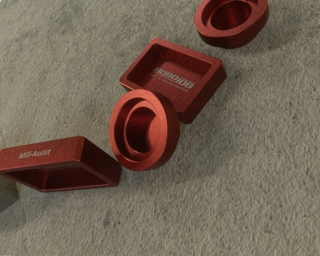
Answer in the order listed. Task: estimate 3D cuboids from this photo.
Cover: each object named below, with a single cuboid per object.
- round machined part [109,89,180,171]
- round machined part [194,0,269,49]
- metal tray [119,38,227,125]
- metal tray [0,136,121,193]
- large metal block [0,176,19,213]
[{"bbox_3d":[-0.015,0.003,0.381,0.098,0.042,0.097,-3,86,40],"label":"round machined part"},{"bbox_3d":[0.101,-0.149,0.431,0.098,0.042,0.098,-13,56,20],"label":"round machined part"},{"bbox_3d":[0.015,-0.070,0.434,0.130,0.030,0.090,31,79,37],"label":"metal tray"},{"bbox_3d":[-0.128,0.051,0.395,0.130,0.090,0.030,-9,58,23],"label":"metal tray"},{"bbox_3d":[-0.270,0.095,0.449,0.080,0.080,0.050,-36,51,4],"label":"large metal block"}]
